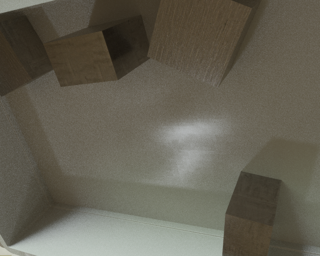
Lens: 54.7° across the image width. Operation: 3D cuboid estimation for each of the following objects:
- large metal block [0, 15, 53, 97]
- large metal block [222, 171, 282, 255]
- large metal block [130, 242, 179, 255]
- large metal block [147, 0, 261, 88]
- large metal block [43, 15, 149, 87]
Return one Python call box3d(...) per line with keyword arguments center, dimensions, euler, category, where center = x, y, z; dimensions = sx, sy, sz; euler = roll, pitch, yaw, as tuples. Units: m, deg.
box3d(center=(-0.209, -0.101, 0.441), dimensions=(0.080, 0.050, 0.080), euler=(-16, 110, 34), category="large metal block")
box3d(center=(0.114, 0.114, 0.383), dimensions=(0.050, 0.080, 0.079), euler=(11, 123, 22), category="large metal block")
box3d(center=(-0.007, 0.262, 0.561), dimensions=(0.080, 0.050, 0.080), euler=(1, 119, 27), category="large metal block")
box3d(center=(0.042, -0.099, 0.309), dimensions=(0.080, 0.050, 0.079), euler=(27, 128, 11), category="large metal block")
box3d(center=(-0.067, -0.088, 0.354), dimensions=(0.080, 0.080, 0.050), euler=(-1, 118, 29), category="large metal block")
